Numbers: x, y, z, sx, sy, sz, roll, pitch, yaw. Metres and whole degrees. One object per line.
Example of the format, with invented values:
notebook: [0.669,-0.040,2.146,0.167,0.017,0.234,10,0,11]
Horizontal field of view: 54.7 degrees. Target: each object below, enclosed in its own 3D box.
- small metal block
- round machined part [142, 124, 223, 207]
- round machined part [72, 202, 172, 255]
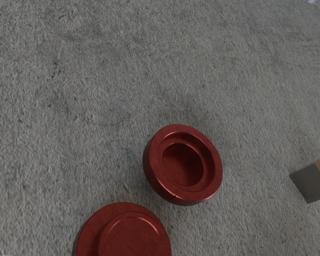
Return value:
small metal block: [0.235,0.081,0.468,0.025,0.050,0.050,-19,72,-36]
round machined part: [0.024,0.048,0.378,0.099,0.042,0.098,14,56,-21]
round machined part: [-0.032,0.120,0.303,0.099,0.042,0.098,14,56,-21]
